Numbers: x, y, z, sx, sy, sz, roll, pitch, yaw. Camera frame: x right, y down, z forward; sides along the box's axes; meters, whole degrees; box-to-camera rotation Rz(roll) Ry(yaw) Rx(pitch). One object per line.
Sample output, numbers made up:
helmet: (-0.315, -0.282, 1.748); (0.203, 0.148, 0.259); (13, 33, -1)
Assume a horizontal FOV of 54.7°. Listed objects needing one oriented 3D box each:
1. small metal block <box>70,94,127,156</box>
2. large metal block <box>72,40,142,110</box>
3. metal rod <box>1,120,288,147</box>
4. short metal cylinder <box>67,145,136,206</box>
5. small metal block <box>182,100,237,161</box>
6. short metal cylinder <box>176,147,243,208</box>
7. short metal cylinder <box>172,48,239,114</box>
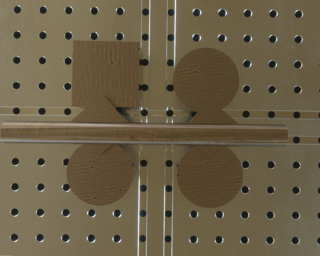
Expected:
small metal block: (-0.068, -0.003, 0.363); (0.050, 0.025, 0.050); (-40, 90, 0)
large metal block: (-0.066, -0.066, 0.400); (0.081, 0.050, 0.080); (1, 90, 0)
metal rod: (-0.016, 0.006, 0.338); (0.302, 0.025, 0.025); (1, 90, 0)
short metal cylinder: (-0.073, 0.054, 0.399); (0.081, 0.050, 0.080); (0, 90, 0)
small metal block: (0.060, 0.003, 0.364); (0.050, 0.025, 0.050); (40, 90, 0)
short metal cylinder: (0.061, 0.057, 0.401); (0.081, 0.050, 0.080); (0, 90, 0)
short metal cylinder: (0.056, -0.058, 0.401); (0.081, 0.050, 0.080); (0, 90, 0)
